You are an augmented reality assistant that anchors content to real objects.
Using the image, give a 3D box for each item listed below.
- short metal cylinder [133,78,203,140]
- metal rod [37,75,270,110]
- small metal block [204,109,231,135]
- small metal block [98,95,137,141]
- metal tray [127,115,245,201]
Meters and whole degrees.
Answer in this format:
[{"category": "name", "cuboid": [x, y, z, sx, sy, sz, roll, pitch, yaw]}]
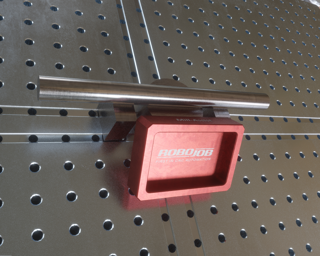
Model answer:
[{"category": "short metal cylinder", "cuboid": [0.009, -0.018, 0.407, 0.081, 0.050, 0.080, 14, 56, -21]}, {"category": "metal rod", "cuboid": [0.014, -0.038, 0.375, 0.303, 0.025, 0.025, 0, 62, -28]}, {"category": "small metal block", "cuboid": [0.071, -0.015, 0.440, 0.025, 0.050, 0.050, -1, 62, -29]}, {"category": "small metal block", "cuboid": [-0.053, -0.018, 0.375, 0.025, 0.050, 0.050, -1, 62, -29]}, {"category": "metal tray", "cuboid": [0.032, 0.033, 0.366, 0.131, 0.089, 0.030, 0, 18, -28]}]
